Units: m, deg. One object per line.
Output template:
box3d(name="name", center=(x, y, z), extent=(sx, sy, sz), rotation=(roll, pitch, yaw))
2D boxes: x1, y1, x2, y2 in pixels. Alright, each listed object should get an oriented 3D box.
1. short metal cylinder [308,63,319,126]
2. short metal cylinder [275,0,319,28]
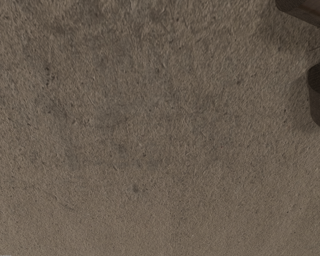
box3d(name="short metal cylinder", center=(0.209, -0.039, 0.342), extent=(0.080, 0.080, 0.050), rotation=(-16, 128, 13))
box3d(name="short metal cylinder", center=(0.145, -0.130, 0.263), extent=(0.050, 0.080, 0.079), rotation=(17, 128, -14))
